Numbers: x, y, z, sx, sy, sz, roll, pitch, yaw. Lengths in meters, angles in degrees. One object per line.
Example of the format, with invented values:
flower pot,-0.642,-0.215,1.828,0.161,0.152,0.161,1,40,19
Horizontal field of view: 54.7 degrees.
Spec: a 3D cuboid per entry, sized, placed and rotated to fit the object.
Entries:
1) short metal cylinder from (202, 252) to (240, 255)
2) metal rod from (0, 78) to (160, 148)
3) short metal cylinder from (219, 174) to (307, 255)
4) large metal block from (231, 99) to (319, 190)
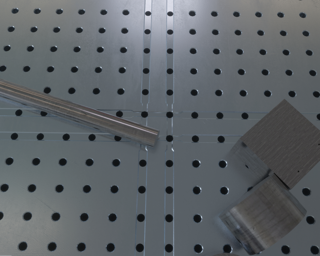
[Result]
short metal cylinder,0.069,0.177,0.334,0.081,0.050,0.080,0,70,0
metal rod,-0.147,-0.032,0.422,0.301,0.025,0.025,18,71,6
short metal cylinder,0.114,0.096,0.349,0.080,0.080,0.050,-35,74,-12
large metal block,0.151,0.025,0.391,0.080,0.050,0.080,-39,75,-13
